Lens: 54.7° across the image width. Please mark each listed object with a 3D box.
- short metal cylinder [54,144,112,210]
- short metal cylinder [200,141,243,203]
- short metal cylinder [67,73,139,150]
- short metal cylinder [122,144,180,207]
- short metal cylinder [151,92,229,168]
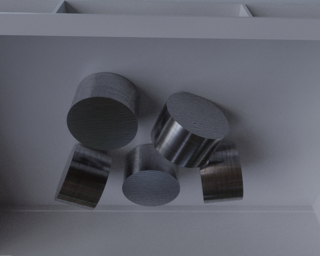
[{"bbox_3d":[-0.106,0.067,0.426,0.050,0.080,0.080,21,127,-18],"label":"short metal cylinder"},{"bbox_3d":[0.080,0.060,0.423,0.050,0.080,0.080,-7,130,5],"label":"short metal cylinder"},{"bbox_3d":[-0.066,-0.019,0.373,0.081,0.050,0.079,0,130,0],"label":"short metal cylinder"},{"bbox_3d":[-0.012,0.069,0.449,0.081,0.050,0.079,0,130,0],"label":"short metal cylinder"},{"bbox_3d":[0.035,0.001,0.374,0.081,0.080,0.050,17,128,-14],"label":"short metal cylinder"}]
